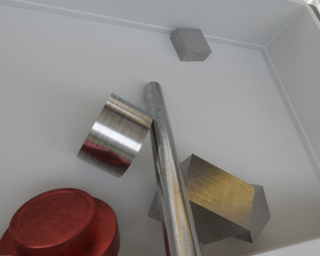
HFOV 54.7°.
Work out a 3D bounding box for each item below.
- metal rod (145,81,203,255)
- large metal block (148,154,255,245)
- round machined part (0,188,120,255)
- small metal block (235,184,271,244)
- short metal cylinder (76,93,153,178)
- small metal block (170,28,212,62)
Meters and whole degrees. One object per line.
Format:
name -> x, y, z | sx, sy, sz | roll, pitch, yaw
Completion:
metal rod -> 0.005, 0.026, 0.312 | 0.025, 0.025, 0.300 | 19, 28, -18
large metal block -> 0.045, 0.083, 0.345 | 0.080, 0.080, 0.050 | 29, 52, -10
round machined part -> -0.085, 0.088, 0.262 | 0.099, 0.042, 0.098 | -3, 28, 2
small metal block -> 0.112, 0.106, 0.389 | 0.050, 0.025, 0.050 | -34, 113, -38
short metal cylinder -> -0.049, 0.008, 0.340 | 0.050, 0.080, 0.080 | 29, 52, -10
small metal block -> 0.052, -0.140, 0.521 | 0.050, 0.025, 0.050 | -9, 66, -32
